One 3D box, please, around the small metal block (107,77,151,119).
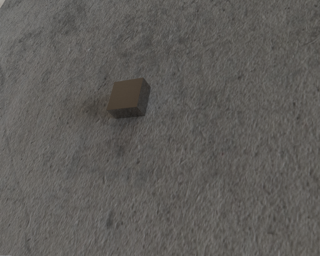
[{"bbox_3d":[-0.045,-0.043,0.455,0.050,0.025,0.050,-4,60,26],"label":"small metal block"}]
